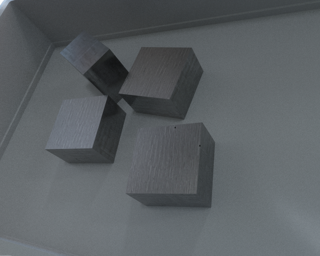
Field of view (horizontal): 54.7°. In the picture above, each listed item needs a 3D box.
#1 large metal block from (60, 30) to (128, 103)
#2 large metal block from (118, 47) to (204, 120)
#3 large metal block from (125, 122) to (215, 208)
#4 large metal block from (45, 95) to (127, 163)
[{"bbox_3d":[-0.093,-0.091,0.473,0.050,0.080,0.080,-46,51,-4],"label":"large metal block"},{"bbox_3d":[0.003,-0.063,0.426,0.080,0.050,0.080,10,67,32],"label":"large metal block"},{"bbox_3d":[0.015,0.044,0.354,0.080,0.050,0.080,-5,59,25],"label":"large metal block"},{"bbox_3d":[-0.103,0.004,0.440,0.080,0.050,0.080,-3,60,26],"label":"large metal block"}]
